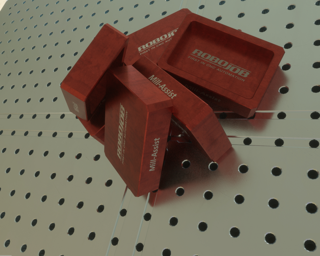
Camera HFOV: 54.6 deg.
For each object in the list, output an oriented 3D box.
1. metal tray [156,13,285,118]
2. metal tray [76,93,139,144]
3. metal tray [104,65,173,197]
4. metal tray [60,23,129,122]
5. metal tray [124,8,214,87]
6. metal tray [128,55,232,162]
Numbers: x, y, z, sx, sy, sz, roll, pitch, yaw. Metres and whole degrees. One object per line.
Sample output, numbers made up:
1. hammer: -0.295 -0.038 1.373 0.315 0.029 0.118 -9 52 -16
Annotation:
1. metal tray: 0.073 -0.080 0.385 0.130 0.030 0.090 27 75 14
2. metal tray: -0.066 -0.050 0.471 0.130 0.030 0.090 -43 52 -2
3. metal tray: -0.031 0.005 0.361 0.030 0.129 0.090 -16 43 -30
4. metal tray: -0.081 -0.063 0.393 0.030 0.130 0.090 33 76 -5
5. metal tray: 0.007 -0.116 0.450 0.131 0.030 0.090 -29 54 -8
6. metal tray: 0.021 -0.024 0.370 0.030 0.090 0.130 -44 51 -2
